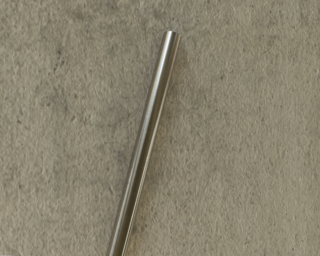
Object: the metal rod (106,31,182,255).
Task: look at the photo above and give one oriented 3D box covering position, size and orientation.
[{"bbox_3d":[-0.020,0.020,0.402,0.025,0.025,0.299,16,85,-20],"label":"metal rod"}]
